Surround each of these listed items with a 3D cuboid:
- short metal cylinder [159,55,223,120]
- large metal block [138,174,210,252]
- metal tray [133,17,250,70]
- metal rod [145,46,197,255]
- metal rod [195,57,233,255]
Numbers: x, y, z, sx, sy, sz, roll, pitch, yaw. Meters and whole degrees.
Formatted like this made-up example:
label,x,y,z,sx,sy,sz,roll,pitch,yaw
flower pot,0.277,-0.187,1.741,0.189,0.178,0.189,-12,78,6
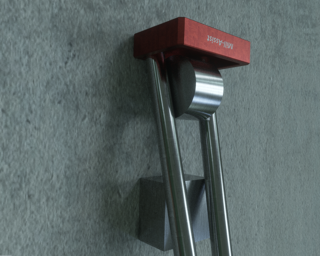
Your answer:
label,x,y,z,sx,sy,sz,roll,pitch,yaw
short metal cylinder,0.034,-0.050,0.402,0.050,0.080,0.079,3,89,-41
large metal block,0.020,0.106,0.407,0.081,0.050,0.079,2,89,-40
metal tray,0.043,-0.102,0.401,0.131,0.090,0.030,3,89,-40
metal rod,0.014,0.043,0.360,0.025,0.025,0.299,3,73,-40
metal rod,0.069,0.046,0.405,0.025,0.025,0.299,11,68,-40
